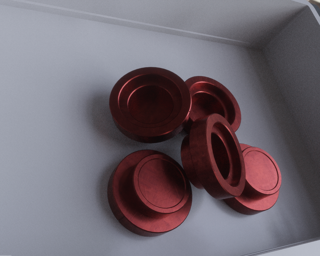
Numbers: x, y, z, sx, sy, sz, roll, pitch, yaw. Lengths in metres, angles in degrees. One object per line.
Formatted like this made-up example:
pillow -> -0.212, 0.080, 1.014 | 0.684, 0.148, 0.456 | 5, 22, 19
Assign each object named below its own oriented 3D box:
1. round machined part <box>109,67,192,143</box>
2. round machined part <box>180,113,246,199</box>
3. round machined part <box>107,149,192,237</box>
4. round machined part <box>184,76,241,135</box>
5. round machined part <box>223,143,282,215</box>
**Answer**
round machined part -> -0.011, -0.025, 0.388 | 0.099, 0.042, 0.098 | 0, 63, 0
round machined part -> 0.060, 0.035, 0.364 | 0.098, 0.042, 0.098 | 32, 48, -45
round machined part -> -0.006, 0.068, 0.350 | 0.099, 0.042, 0.098 | 14, 56, -21
round machined part -> 0.063, -0.023, 0.442 | 0.099, 0.042, 0.098 | 14, 56, -21
round machined part -> 0.124, 0.064, 0.422 | 0.099, 0.042, 0.098 | 14, 56, -21
